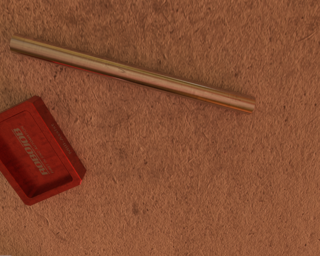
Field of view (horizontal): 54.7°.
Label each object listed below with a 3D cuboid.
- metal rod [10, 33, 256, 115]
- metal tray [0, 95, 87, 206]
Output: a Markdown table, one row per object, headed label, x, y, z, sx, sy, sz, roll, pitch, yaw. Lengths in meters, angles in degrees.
| label | x | y | z | sx | sy | sz | roll | pitch | yaw |
| --- | --- | --- | --- | --- | --- | --- | --- | --- | --- |
| metal rod | -0.028 | -0.065 | 0.385 | 0.302 | 0.025 | 0.025 | 14 | 110 | -6 |
| metal tray | -0.172 | 0.033 | 0.417 | 0.090 | 0.030 | 0.130 | -24 | 109 | 8 |
